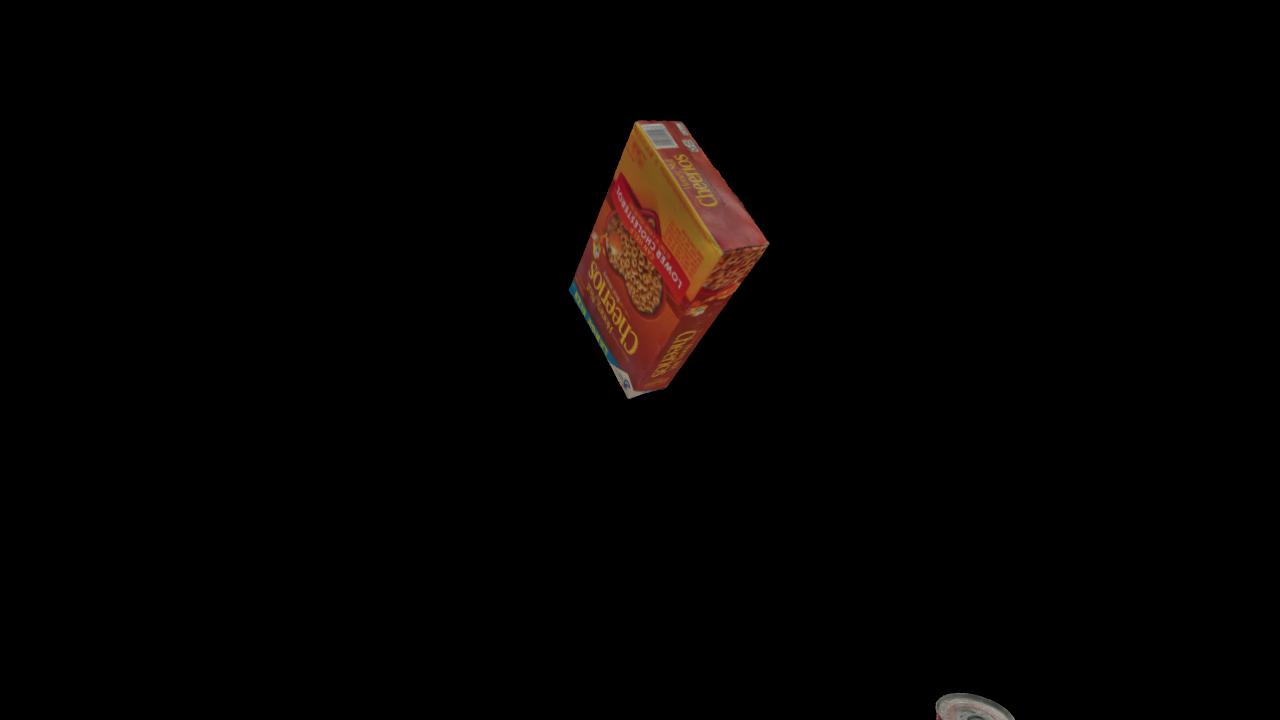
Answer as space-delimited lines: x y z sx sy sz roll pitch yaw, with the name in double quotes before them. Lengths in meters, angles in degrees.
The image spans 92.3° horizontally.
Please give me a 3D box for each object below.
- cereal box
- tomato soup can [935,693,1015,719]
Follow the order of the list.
"cereal box" 0.015 -0.113 0.782 0.081 0.203 0.306 -14 -26 -32
"tomato soup can" 0.315 0.381 0.579 0.068 0.101 0.068 -2 5 0
